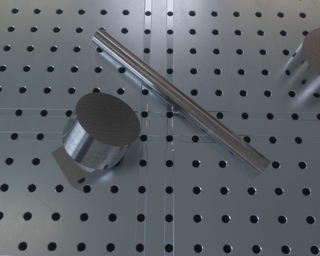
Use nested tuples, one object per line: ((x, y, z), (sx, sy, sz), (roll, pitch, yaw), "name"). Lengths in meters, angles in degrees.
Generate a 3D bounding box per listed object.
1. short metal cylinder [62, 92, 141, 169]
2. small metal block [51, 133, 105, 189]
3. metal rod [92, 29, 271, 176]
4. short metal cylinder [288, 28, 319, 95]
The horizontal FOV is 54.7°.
((-0.071, 0.003, 0.376), (0.080, 0.050, 0.080), (22, 42, -21), "short metal cylinder")
((-0.101, 0.041, 0.396), (0.050, 0.025, 0.050), (-33, 74, -11), "small metal block")
((0.021, -0.042, 0.427), (0.300, 0.025, 0.025), (40, 75, 13), "metal rod")
((0.229, -0.093, 0.434), (0.081, 0.050, 0.080), (0, 70, 0), "short metal cylinder")
